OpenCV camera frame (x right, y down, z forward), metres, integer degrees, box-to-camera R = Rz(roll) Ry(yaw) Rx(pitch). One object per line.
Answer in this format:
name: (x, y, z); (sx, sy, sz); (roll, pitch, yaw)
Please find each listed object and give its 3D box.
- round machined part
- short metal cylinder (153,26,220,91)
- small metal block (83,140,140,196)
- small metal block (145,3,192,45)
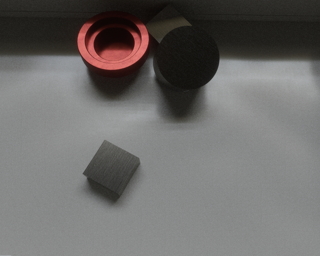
round machined part: (-0.064, -0.114, 0.442); (0.099, 0.042, 0.098); (0, 70, -1)
short metal cylinder: (0.033, -0.090, 0.415); (0.081, 0.050, 0.079); (0, 94, -7)
small metal block: (-0.060, 0.050, 0.390); (0.050, 0.025, 0.050); (27, 72, 9)
small metal block: (0.013, -0.144, 0.456); (0.050, 0.025, 0.050); (-41, 75, 3)
